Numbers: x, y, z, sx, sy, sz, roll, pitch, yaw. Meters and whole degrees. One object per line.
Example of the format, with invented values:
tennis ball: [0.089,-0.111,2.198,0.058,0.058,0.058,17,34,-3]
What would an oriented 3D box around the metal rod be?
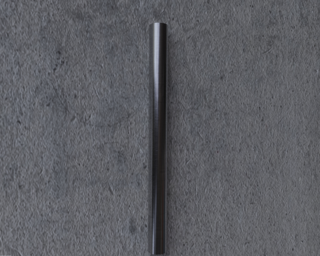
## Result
metal rod: [-0.003,0.014,0.410,0.025,0.025,0.298,0,90,-20]
